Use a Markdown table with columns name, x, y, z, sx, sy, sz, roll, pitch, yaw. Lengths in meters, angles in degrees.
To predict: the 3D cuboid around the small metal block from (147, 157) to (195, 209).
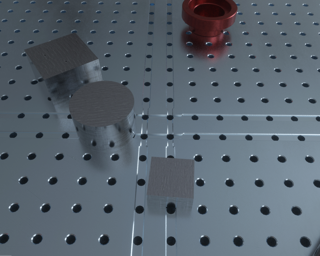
| name | x | y | z | sx | sy | sz | roll | pitch | yaw |
| --- | --- | --- | --- | --- | --- | --- | --- | --- | --- |
| small metal block | 0.013 | 0.062 | 0.355 | 0.050 | 0.025 | 0.050 | 4 | 50 | 3 |

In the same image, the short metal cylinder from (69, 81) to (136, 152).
| name | x | y | z | sx | sy | sz | roll | pitch | yaw |
| --- | --- | --- | --- | --- | --- | --- | --- | --- | --- |
| short metal cylinder | -0.072 | -0.016 | 0.404 | 0.081 | 0.050 | 0.080 | 0 | 50 | 0 |

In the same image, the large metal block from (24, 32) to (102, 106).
| name | x | y | z | sx | sy | sz | roll | pitch | yaw |
| --- | --- | --- | --- | --- | --- | --- | --- | --- | --- |
| large metal block | -0.143 | -0.091 | 0.467 | 0.081 | 0.050 | 0.080 | -28 | 55 | -21 |

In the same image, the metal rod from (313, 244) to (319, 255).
| name | x | y | z | sx | sy | sz | roll | pitch | yaw |
| --- | --- | --- | --- | --- | --- | --- | --- | --- | --- |
| metal rod | 0.228 | 0.074 | 0.346 | 0.025 | 0.025 | 0.302 | 35 | 58 | 26 |

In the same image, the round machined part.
| name | x | y | z | sx | sy | sz | roll | pitch | yaw |
| --- | --- | --- | --- | --- | --- | --- | --- | --- | --- |
| round machined part | 0.089 | -0.205 | 0.569 | 0.099 | 0.042 | 0.098 | 0 | 50 | 0 |
